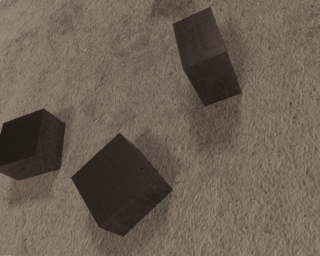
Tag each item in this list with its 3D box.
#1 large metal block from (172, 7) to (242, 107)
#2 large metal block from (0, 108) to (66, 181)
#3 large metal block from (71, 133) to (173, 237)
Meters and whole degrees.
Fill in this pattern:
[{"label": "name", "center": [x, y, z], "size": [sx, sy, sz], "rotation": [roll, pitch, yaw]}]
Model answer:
[{"label": "large metal block", "center": [0.060, -0.088, 0.390], "size": [0.050, 0.080, 0.080], "rotation": [-20, 54, 16]}, {"label": "large metal block", "center": [-0.197, 0.026, 0.473], "size": [0.080, 0.050, 0.080], "rotation": [-17, 55, 18]}, {"label": "large metal block", "center": [-0.046, 0.067, 0.370], "size": [0.080, 0.050, 0.080], "rotation": [-43, 51, -2]}]
